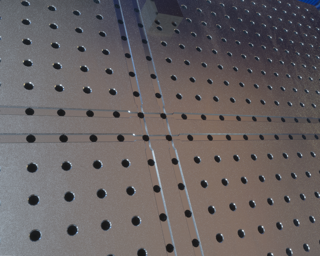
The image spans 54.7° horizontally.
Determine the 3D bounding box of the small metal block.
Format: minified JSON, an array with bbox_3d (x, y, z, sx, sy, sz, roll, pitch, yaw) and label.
[{"bbox_3d":[0.007,-0.206,0.539,0.050,0.025,0.050,-2,63,-30],"label":"small metal block"}]
